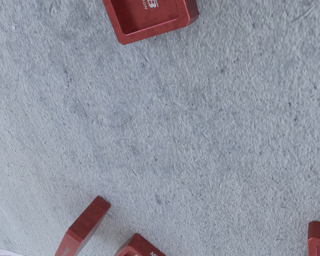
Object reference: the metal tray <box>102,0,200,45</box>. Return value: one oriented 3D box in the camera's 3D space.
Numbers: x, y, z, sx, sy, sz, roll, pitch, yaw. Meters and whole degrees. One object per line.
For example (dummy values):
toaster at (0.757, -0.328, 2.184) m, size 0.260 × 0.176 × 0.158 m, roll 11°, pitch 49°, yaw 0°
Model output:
metal tray at (-0.022, -0.160, 0.316) m, size 0.090 × 0.030 × 0.129 m, roll -7°, pitch 115°, yaw 31°

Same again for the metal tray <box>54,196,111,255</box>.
metal tray at (-0.142, 0.190, 0.557) m, size 0.030 × 0.090 × 0.129 m, roll 36°, pitch 129°, yaw 5°

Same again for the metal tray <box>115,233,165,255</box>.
metal tray at (-0.019, 0.263, 0.576) m, size 0.130 × 0.030 × 0.089 m, roll 39°, pitch 129°, yaw 2°

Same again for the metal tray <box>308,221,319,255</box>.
metal tray at (0.251, 0.163, 0.371) m, size 0.130 × 0.030 × 0.089 m, roll 0°, pitch 119°, yaw 28°
